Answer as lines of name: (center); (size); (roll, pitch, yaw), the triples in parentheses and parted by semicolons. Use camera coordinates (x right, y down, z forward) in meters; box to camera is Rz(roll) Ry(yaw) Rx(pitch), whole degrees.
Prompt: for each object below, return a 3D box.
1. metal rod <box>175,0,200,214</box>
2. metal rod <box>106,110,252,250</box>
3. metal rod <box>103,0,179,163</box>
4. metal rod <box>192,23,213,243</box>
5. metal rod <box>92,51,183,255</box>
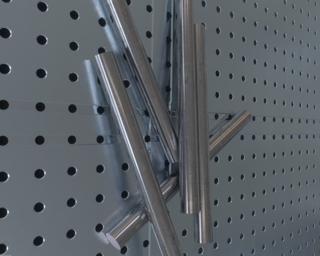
metal rod: (0.036, -0.041, 0.415); (0.025, 0.025, 0.299); (6, 79, -40)
metal rod: (0.045, 0.056, 0.445); (0.302, 0.025, 0.025); (-37, 113, -33)
metal rod: (-0.030, -0.091, 0.382); (0.025, 0.025, 0.299); (-34, 111, -35)
metal rod: (0.055, 0.001, 0.429); (0.025, 0.025, 0.299); (7, 78, -40)
metal rod: (-0.018, 0.058, 0.368); (0.025, 0.025, 0.299); (-23, 97, -38)
